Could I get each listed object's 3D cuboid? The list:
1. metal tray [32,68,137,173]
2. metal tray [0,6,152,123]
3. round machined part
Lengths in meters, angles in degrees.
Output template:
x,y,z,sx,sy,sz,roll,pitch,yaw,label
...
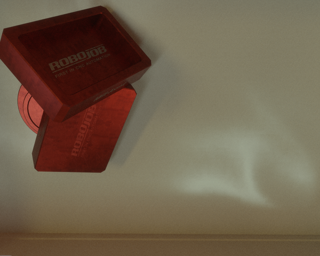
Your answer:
x,y,z,sx,sy,sz,roll,pitch,yaw,label
-0.094,-0.004,0.376,0.091,0.030,0.129,7,121,-33,metal tray
-0.080,-0.072,0.318,0.090,0.131,0.030,50,135,1,metal tray
-0.130,-0.027,0.390,0.099,0.042,0.097,0,110,-1,round machined part
